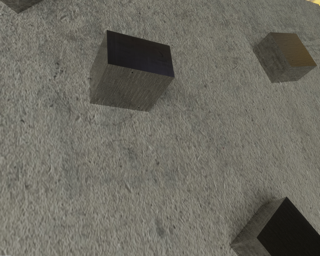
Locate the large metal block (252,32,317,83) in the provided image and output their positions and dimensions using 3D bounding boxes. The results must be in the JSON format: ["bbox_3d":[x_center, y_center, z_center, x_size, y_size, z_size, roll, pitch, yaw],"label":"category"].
[{"bbox_3d":[0.241,-0.136,0.600,0.081,0.050,0.080,-9,66,-32],"label":"large metal block"}]

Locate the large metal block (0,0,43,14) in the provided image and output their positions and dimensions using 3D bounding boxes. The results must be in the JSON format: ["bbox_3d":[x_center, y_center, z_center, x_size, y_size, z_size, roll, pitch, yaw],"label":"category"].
[{"bbox_3d":[-0.191,-0.212,0.414,0.080,0.050,0.080,38,51,-3],"label":"large metal block"}]

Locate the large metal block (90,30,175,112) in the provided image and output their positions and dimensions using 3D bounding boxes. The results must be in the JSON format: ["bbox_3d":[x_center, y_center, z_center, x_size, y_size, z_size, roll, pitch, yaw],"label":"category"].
[{"bbox_3d":[-0.038,-0.067,0.388,0.081,0.080,0.050,7,59,-25],"label":"large metal block"}]

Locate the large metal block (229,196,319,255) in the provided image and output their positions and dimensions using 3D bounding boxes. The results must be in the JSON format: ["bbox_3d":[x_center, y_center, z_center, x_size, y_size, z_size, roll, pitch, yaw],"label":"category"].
[{"bbox_3d":[0.147,0.145,0.378,0.081,0.050,0.080,-33,80,-38],"label":"large metal block"}]
